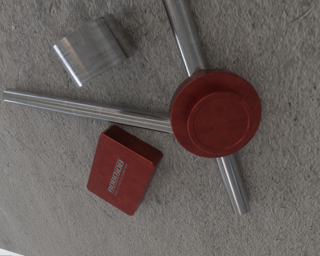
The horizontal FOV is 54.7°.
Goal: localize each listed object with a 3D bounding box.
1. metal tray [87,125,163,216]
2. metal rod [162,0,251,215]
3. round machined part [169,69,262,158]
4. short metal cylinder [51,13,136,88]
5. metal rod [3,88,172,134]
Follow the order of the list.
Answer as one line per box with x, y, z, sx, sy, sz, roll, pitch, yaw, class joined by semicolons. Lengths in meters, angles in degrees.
-0.058;0.068;0.476;0.090;0.030;0.129;29;128;9;metal tray
0.058;-0.022;0.362;0.025;0.025;0.299;-8;115;31;metal rod
0.060;-0.011;0.330;0.099;0.042;0.097;-1;111;-3;round machined part
-0.075;-0.088;0.357;0.080;0.080;0.050;-21;107;36;short metal cylinder
-0.107;-0.027;0.446;0.301;0.025;0.025;11;123;22;metal rod
